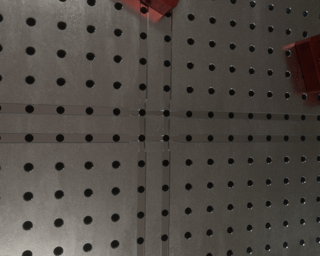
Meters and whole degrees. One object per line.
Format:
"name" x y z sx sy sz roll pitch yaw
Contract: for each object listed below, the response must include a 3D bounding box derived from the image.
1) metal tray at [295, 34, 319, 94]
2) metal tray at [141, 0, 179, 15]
"metal tray" 0.298 -0.119 0.522 0.131 0.030 0.090 -20 97 -19
"metal tray" 0.002 -0.231 0.411 0.090 0.030 0.130 26 81 -19
